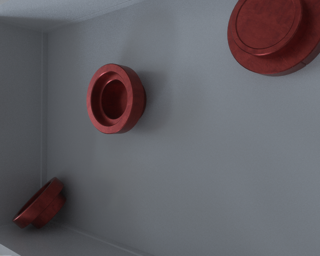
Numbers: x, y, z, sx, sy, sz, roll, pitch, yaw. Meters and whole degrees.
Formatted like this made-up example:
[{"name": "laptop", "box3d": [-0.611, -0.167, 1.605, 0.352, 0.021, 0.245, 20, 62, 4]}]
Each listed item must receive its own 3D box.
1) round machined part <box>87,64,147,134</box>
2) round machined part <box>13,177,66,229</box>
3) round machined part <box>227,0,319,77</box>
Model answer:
[{"name": "round machined part", "box3d": [-0.058, -0.040, 0.444, 0.098, 0.042, 0.097, 0, 90, 40]}, {"name": "round machined part", "box3d": [-0.203, 0.136, 0.540, 0.098, 0.098, 0.042, -35, 105, 34]}, {"name": "round machined part", "box3d": [0.110, -0.102, 0.305, 0.098, 0.042, 0.097, 0, 90, 40]}]
